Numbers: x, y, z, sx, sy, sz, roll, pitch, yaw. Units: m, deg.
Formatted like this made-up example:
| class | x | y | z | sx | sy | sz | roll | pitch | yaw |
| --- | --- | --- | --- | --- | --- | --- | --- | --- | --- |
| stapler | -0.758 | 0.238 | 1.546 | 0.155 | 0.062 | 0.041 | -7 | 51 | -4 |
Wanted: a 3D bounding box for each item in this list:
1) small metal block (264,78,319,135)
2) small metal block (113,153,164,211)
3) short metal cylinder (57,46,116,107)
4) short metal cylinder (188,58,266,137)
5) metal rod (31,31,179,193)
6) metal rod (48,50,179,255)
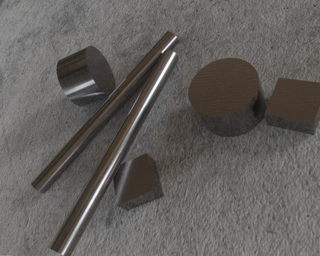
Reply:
| class | x | y | z | sx | sy | sz | roll | pitch | yaw |
| --- | --- | --- | --- | --- | --- | --- | --- | --- | --- |
| small metal block | 0.150 | -0.025 | 0.341 | 0.050 | 0.025 | 0.050 | 15 | 69 | 34 |
| small metal block | -0.028 | 0.066 | 0.378 | 0.050 | 0.025 | 0.050 | -25 | 53 | 13 |
| short metal cylinder | -0.111 | -0.078 | 0.475 | 0.050 | 0.080 | 0.080 | -19 | 54 | 17 |
| short metal cylinder | 0.080 | -0.036 | 0.368 | 0.080 | 0.050 | 0.080 | -13 | 56 | 21 |
| metal rod | -0.077 | -0.028 | 0.461 | 0.300 | 0.025 | 0.025 | -49 | 52 | -7 |
| metal rod | -0.045 | 0.013 | 0.394 | 0.025 | 0.025 | 0.300 | 9 | 58 | 32 |
